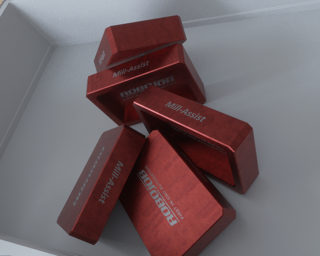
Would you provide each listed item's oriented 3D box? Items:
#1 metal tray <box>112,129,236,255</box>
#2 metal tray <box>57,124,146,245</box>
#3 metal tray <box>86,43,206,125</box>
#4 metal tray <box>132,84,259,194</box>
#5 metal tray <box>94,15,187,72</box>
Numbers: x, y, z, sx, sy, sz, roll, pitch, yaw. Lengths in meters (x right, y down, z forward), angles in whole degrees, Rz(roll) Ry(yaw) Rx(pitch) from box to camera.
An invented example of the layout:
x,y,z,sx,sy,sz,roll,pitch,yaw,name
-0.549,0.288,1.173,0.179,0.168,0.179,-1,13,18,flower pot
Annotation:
x,y,z,sx,sy,sz,roll,pitch,yaw,name
0.007,0.075,0.339,0.090,0.030,0.130,-49,51,10,metal tray
-0.072,0.063,0.370,0.090,0.030,0.130,-15,47,62,metal tray
-0.016,-0.049,0.400,0.130,0.090,0.030,-16,56,18,metal tray
0.038,0.011,0.334,0.130,0.090,0.030,27,66,36,metal tray
-0.032,-0.100,0.404,0.091,0.130,0.030,-16,90,-19,metal tray
